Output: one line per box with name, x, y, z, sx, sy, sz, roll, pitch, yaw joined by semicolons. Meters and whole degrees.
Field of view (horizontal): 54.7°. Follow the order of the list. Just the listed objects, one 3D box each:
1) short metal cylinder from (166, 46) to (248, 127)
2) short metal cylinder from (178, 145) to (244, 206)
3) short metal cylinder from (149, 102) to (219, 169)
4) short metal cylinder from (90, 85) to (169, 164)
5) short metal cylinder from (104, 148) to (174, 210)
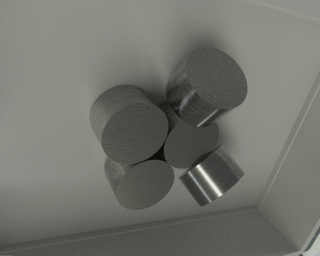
short metal cylinder;0.054;-0.048;0.363;0.081;0.080;0.050;-3;158;-27
short metal cylinder;0.074;0.068;0.448;0.080;0.050;0.080;-37;174;-4
short metal cylinder;0.031;0.007;0.413;0.081;0.050;0.079;-14;125;-21
short metal cylinder;-0.037;-0.004;0.368;0.081;0.050;0.079;-14;125;-21
short metal cylinder;-0.028;0.062;0.414;0.081;0.050;0.079;-14;125;-21
